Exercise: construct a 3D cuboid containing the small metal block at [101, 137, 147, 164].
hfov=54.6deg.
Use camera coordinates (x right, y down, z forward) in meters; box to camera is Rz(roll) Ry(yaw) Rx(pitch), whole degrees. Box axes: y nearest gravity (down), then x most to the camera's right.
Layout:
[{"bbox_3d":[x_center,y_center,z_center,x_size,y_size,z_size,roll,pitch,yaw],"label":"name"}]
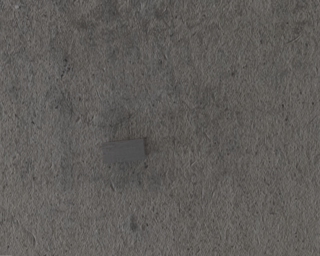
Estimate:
[{"bbox_3d":[-0.044,0.028,0.397,0.050,0.050,0.025,-6,90,0],"label":"small metal block"}]
